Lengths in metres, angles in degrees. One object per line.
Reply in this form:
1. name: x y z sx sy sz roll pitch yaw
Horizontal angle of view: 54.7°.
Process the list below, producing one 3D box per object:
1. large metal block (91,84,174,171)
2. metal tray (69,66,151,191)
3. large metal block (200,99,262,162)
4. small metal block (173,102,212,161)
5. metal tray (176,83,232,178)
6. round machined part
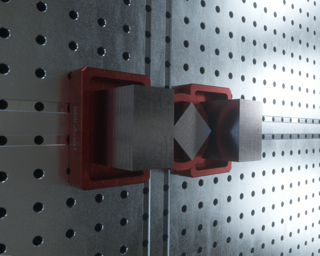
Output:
1. large metal block: -0.031 0.000 0.330 0.050 0.080 0.080 1 90 -40
2. metal tray: -0.055 0.001 0.358 0.091 0.030 0.129 1 89 -40
3. large metal block: 0.093 0.003 0.433 0.050 0.080 0.080 2 89 -40
4. small metal block: 0.030 0.004 0.381 0.050 0.025 0.050 52 60 -27
5. metal tray: 0.066 0.003 0.460 0.091 0.030 0.129 0 90 -40
6. round machined part: 0.015 0.005 0.399 0.099 0.042 0.097 0 90 -40
